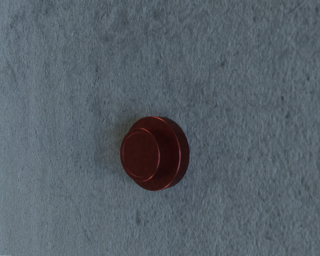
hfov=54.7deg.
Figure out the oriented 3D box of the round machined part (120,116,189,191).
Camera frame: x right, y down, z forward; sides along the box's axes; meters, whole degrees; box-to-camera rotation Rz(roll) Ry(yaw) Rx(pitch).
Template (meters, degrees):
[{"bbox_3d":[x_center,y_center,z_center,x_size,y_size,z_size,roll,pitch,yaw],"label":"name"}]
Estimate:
[{"bbox_3d":[-0.014,0.033,0.403,0.098,0.042,0.097,0,90,39],"label":"round machined part"}]
